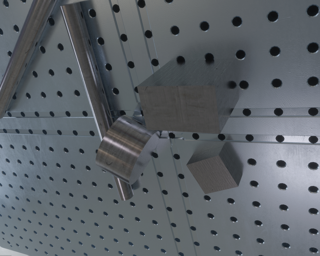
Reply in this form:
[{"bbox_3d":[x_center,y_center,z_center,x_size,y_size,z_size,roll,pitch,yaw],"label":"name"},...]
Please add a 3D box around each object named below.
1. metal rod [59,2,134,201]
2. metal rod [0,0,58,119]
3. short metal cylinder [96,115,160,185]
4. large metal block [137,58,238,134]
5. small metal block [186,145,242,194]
[{"bbox_3d":[-0.082,-0.020,0.442,0.025,0.025,0.298,3,120,27],"label":"metal rod"},{"bbox_3d":[-0.203,-0.105,0.452,0.025,0.025,0.299,45,129,-3],"label":"metal rod"},{"bbox_3d":[-0.042,0.029,0.416,0.050,0.080,0.079,27,128,11],"label":"short metal cylinder"},{"bbox_3d":[0.034,-0.037,0.335,0.080,0.080,0.050,3,120,27],"label":"large metal block"},{"bbox_3d":[0.072,0.055,0.408,0.050,0.025,0.050,-23,106,36],"label":"small metal block"}]
